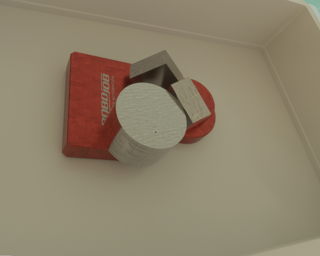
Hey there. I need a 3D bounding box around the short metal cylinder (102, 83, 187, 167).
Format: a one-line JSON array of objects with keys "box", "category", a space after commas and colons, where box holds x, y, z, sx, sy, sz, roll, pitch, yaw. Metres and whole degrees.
[{"box": [-0.018, -0.003, 0.342, 0.081, 0.050, 0.080, 14, 56, -21], "category": "short metal cylinder"}]

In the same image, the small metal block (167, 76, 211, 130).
[{"box": [0.030, -0.026, 0.371, 0.025, 0.050, 0.050, -27, 83, -18], "category": "small metal block"}]

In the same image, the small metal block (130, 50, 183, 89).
[{"box": [-0.003, -0.065, 0.394, 0.050, 0.050, 0.025, 47, 32, -46], "category": "small metal block"}]

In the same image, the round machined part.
[{"box": [0.037, -0.031, 0.432, 0.099, 0.042, 0.098, 14, 56, -21], "category": "round machined part"}]

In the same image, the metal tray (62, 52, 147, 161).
[{"box": [-0.068, -0.027, 0.378, 0.091, 0.030, 0.130, 8, 58, -25], "category": "metal tray"}]
